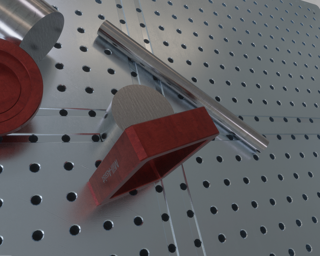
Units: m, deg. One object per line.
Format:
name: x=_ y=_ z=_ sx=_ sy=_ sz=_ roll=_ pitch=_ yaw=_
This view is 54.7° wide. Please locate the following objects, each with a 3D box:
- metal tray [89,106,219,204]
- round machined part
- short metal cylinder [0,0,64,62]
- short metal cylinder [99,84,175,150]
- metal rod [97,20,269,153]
metal tray: x=-0.011 y=0.031 z=0.316 sx=0.091 sy=0.129 sz=0.030 roll=-16 pitch=71 yaw=-34
round machined part: x=-0.172 y=-0.039 z=0.315 sx=0.099 sy=0.042 sz=0.097 roll=3 pitch=82 yaw=-21
short metal cylinder: x=-0.158 y=-0.116 z=0.358 sx=0.050 sy=0.080 sz=0.080 roll=38 pitch=51 yaw=-3
short metal cylinder: x=-0.028 y=-0.006 z=0.381 sx=0.081 sy=0.050 sz=0.080 roll=13 pitch=56 yaw=-21
metal rod: x=0.037 y=-0.060 z=0.464 sx=0.301 sy=0.025 sz=0.025 roll=36 pitch=51 yaw=-5
